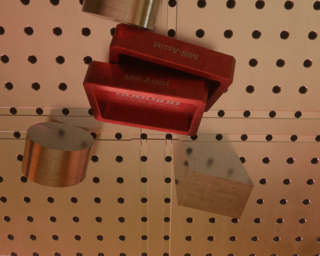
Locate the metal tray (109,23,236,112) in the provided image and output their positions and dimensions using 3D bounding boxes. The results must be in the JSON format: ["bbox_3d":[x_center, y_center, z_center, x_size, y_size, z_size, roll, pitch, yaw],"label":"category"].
[{"bbox_3d":[0.008,-0.064,0.356,0.131,0.090,0.030,15,68,-6],"label":"metal tray"}]

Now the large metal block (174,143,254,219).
[{"bbox_3d":[0.067,0.067,0.409,0.080,0.080,0.050,14,110,-5],"label":"large metal block"}]

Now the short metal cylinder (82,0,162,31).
[{"bbox_3d":[-0.038,-0.139,0.330,0.080,0.080,0.050,13,104,-5],"label":"short metal cylinder"}]

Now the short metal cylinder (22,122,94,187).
[{"bbox_3d":[-0.129,0.032,0.395,0.080,0.080,0.050,15,110,-6],"label":"short metal cylinder"}]

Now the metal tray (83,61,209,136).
[{"bbox_3d":[-0.015,-0.031,0.363,0.131,0.030,0.090,9,155,2],"label":"metal tray"}]
